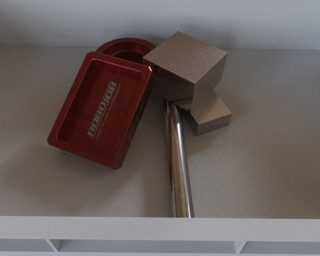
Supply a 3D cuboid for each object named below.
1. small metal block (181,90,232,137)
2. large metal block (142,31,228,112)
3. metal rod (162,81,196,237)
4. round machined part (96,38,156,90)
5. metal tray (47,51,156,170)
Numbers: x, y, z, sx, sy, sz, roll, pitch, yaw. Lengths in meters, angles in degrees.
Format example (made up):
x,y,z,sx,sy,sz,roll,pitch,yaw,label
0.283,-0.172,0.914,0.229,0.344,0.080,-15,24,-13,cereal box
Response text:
x,y,z,sx,sy,sz,roll,pitch,yaw,label
0.062,-0.022,0.424,0.050,0.025,0.050,-18,53,-16,small metal block
0.033,-0.079,0.423,0.080,0.050,0.080,31,55,21,large metal block
0.017,-0.008,0.411,0.025,0.025,0.300,-2,50,-2,metal rod
-0.049,-0.092,0.469,0.099,0.042,0.098,-1,48,1,round machined part
-0.070,-0.024,0.386,0.090,0.030,0.130,18,78,14,metal tray
